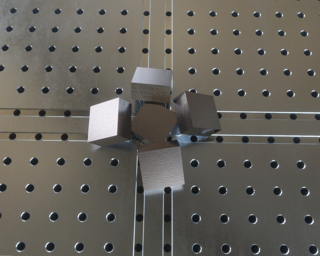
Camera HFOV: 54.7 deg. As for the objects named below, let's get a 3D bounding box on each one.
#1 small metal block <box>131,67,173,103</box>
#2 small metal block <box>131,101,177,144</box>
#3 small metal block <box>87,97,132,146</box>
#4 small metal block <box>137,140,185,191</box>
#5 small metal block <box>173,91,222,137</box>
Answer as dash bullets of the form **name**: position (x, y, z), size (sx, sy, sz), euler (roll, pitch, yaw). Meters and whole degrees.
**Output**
- **small metal block**: position (-0.010, -0.059, 0.420), size (0.050, 0.025, 0.050), euler (6, 34, 2)
- **small metal block**: position (-0.008, -0.004, 0.412), size (0.050, 0.025, 0.050), euler (30, 72, 10)
- **small metal block**: position (-0.065, -0.007, 0.401), size (0.050, 0.025, 0.050), euler (-13, 66, 32)
- **small metal block**: position (0.001, 0.045, 0.382), size (0.050, 0.025, 0.050), euler (-8, 106, -4)
- **small metal block**: position (0.049, -0.018, 0.406), size (0.050, 0.025, 0.050), euler (5, 65, -36)
